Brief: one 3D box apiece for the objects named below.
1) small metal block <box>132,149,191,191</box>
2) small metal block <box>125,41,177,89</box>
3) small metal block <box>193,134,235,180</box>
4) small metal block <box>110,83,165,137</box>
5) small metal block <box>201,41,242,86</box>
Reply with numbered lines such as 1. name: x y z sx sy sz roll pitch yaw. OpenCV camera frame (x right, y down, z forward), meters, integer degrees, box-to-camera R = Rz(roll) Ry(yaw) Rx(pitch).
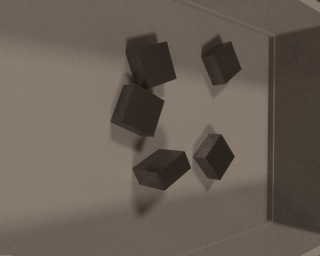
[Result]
1. small metal block: 0.002 0.051 0.394 0.050 0.050 0.025 -34 112 -35
2. small metal block: -0.011 -0.080 0.399 0.050 0.025 0.050 -26 107 -37
3. small metal block: 0.084 0.044 0.480 0.050 0.025 0.050 -51 120 -28
4. small metal block: -0.027 -0.021 0.386 0.050 0.025 0.050 27 73 -37
5. small metal block: 0.098 -0.102 0.492 0.050 0.025 0.050 -42 116 -32
